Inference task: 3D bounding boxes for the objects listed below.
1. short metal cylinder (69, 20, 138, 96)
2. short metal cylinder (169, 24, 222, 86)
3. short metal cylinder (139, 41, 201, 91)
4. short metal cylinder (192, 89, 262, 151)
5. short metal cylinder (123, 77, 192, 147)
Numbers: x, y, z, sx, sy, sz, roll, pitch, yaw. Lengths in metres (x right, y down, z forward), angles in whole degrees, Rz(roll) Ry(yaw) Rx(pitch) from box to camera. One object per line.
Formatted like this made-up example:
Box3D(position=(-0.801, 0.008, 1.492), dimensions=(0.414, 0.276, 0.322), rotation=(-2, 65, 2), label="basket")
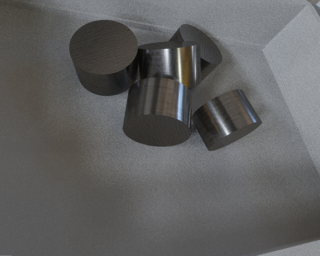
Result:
Box3D(position=(-0.068, -0.087, 0.389), dimensions=(0.081, 0.050, 0.080), rotation=(1, 66, -3), label="short metal cylinder")
Box3D(position=(0.047, -0.110, 0.471), dimensions=(0.080, 0.050, 0.080), rotation=(25, 42, -24), label="short metal cylinder")
Box3D(position=(0.013, -0.083, 0.404), dimensions=(0.081, 0.080, 0.050), rotation=(-21, 117, -36), label="short metal cylinder")
Box3D(position=(0.090, -0.009, 0.424), dimensions=(0.081, 0.080, 0.050), rotation=(-15, 70, -34), label="short metal cylinder")
Box3D(position=(-0.002, -0.017, 0.378), dimensions=(0.081, 0.080, 0.050), rotation=(16, 59, -19), label="short metal cylinder")
